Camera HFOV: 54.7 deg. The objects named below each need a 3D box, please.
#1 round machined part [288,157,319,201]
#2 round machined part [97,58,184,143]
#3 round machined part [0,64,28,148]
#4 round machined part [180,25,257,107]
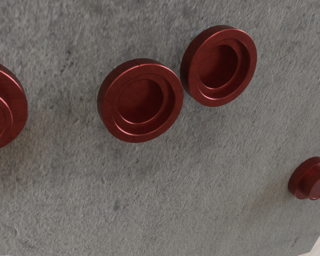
[{"bbox_3d":[0.320,0.111,0.644,0.099,0.042,0.097,-14,125,-21],"label":"round machined part"},{"bbox_3d":[-0.026,-0.035,0.362,0.099,0.042,0.097,-14,125,-21],"label":"round machined part"},{"bbox_3d":[-0.177,-0.015,0.290,0.099,0.042,0.097,-14,125,-21],"label":"round machined part"},{"bbox_3d":[0.068,-0.079,0.386,0.099,0.042,0.097,-14,125,-21],"label":"round machined part"}]
